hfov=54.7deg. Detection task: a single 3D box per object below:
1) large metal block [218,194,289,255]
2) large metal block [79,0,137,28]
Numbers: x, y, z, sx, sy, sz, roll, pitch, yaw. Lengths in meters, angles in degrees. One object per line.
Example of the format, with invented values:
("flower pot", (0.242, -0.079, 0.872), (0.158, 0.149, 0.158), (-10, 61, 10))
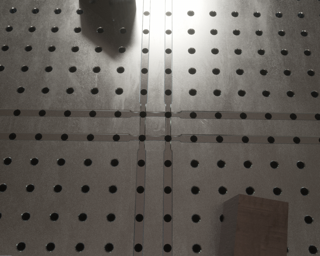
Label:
("large metal block", (0.099, 0.122, 0.339), (0.050, 0.080, 0.080), (10, 70, 3))
("large metal block", (-0.084, -0.212, 0.459), (0.080, 0.080, 0.050), (40, 75, 13))
